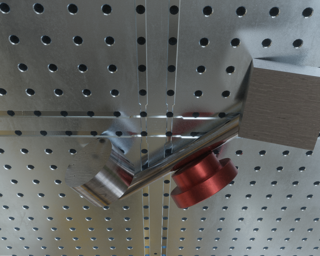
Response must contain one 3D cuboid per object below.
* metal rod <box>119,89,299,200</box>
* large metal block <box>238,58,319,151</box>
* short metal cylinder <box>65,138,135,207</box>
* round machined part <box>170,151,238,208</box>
[{"bbox_3d":[0.049,0.031,0.438,0.299,0.025,0.025,-33,123,24],"label":"metal rod"},{"bbox_3d":[0.137,-0.028,0.347,0.080,0.050,0.079,11,115,10],"label":"large metal block"},{"bbox_3d":[-0.082,0.060,0.426,0.080,0.080,0.050,-26,125,20],"label":"short metal cylinder"},{"bbox_3d":[0.055,0.067,0.434,0.098,0.098,0.042,-33,88,25],"label":"round machined part"}]
